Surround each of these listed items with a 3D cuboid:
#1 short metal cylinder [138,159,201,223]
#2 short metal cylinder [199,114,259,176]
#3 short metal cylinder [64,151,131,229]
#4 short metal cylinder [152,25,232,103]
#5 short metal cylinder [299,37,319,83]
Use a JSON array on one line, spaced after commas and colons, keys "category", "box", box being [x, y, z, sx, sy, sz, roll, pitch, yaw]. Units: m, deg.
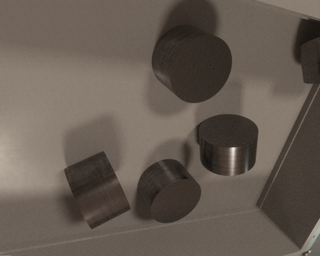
[{"category": "short metal cylinder", "box": [0.013, 0.093, 0.459, 0.081, 0.050, 0.079, -14, 125, -21]}, {"category": "short metal cylinder", "box": [0.097, 0.023, 0.442, 0.081, 0.080, 0.050, -19, 126, -18]}, {"category": "short metal cylinder", "box": [-0.076, 0.075, 0.379, 0.050, 0.080, 0.080, -25, 128, -13]}, {"category": "short metal cylinder", "box": [0.037, -0.076, 0.367, 0.081, 0.050, 0.079, -14, 125, -21]}, {"category": "short metal cylinder", "box": [0.245, -0.097, 0.441, 0.081, 0.080, 0.050, -2, 84, -28]}]
